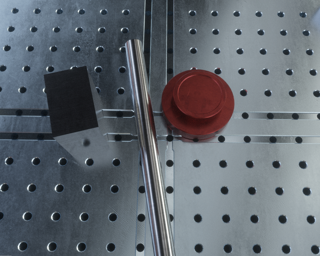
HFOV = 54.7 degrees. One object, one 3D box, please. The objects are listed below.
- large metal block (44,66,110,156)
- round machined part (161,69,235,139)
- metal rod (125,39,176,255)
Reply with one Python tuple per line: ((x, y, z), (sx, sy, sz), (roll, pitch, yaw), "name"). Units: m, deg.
((-0.102, -0.018, 0.388), (0.050, 0.080, 0.080), (-13, 71, -5), "large metal block")
((0.051, -0.037, 0.417), (0.099, 0.042, 0.098), (0, 70, 0), "round machined part")
((-0.016, 0.016, 0.405), (0.025, 0.025, 0.299), (-8, 70, -3), "metal rod")
